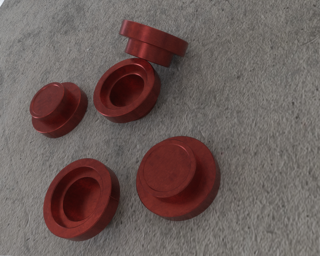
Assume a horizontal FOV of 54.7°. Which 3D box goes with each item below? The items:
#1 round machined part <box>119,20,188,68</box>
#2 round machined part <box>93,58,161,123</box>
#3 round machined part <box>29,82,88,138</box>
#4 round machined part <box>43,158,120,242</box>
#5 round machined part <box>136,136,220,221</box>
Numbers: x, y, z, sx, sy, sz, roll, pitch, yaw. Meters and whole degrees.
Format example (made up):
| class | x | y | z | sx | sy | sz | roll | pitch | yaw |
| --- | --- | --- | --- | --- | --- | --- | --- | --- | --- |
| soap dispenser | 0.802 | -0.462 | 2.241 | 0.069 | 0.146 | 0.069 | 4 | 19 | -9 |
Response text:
| class | x | y | z | sx | sy | sz | roll | pitch | yaw |
| --- | --- | --- | --- | --- | --- | --- | --- | --- | --- |
| round machined part | -0.012 | -0.117 | 0.443 | 0.098 | 0.099 | 0.042 | 29 | 105 | 37 |
| round machined part | -0.043 | -0.049 | 0.445 | 0.098 | 0.042 | 0.098 | -13 | 57 | 21 |
| round machined part | -0.171 | -0.036 | 0.505 | 0.098 | 0.042 | 0.098 | -13 | 56 | 21 |
| round machined part | -0.092 | 0.090 | 0.386 | 0.098 | 0.042 | 0.098 | -13 | 56 | 21 |
| round machined part | 0.015 | 0.052 | 0.353 | 0.098 | 0.042 | 0.098 | -13 | 56 | 21 |
